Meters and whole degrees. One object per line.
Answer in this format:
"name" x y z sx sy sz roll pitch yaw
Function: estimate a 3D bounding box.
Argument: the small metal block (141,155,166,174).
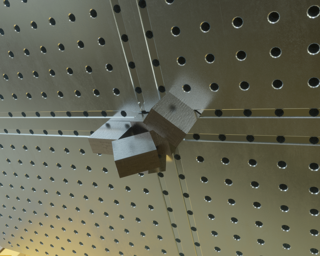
"small metal block" -0.025 0.048 0.435 0.050 0.050 0.025 2 88 28

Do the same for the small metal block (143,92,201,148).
"small metal block" 0.015 -0.012 0.380 0.050 0.050 0.025 37 128 3

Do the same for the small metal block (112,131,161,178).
"small metal block" -0.031 0.032 0.386 0.050 0.050 0.025 -15 117 -6

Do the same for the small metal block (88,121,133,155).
"small metal block" -0.064 0.013 0.437 0.050 0.050 0.025 2 120 28

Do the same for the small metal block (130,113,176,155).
"small metal block" -0.007 0.008 0.420 0.050 0.025 0.050 1 119 27
